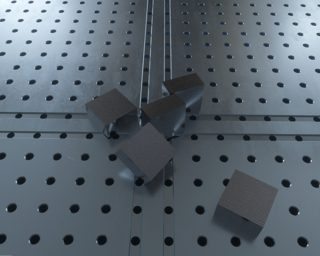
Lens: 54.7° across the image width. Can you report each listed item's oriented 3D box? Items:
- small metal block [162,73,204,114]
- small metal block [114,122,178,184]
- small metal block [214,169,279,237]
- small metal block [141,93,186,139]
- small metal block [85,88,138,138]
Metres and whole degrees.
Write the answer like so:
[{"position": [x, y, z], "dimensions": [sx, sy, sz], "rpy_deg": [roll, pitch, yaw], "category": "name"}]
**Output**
[{"position": [0.031, -0.044, 0.429], "dimensions": [0.050, 0.050, 0.025], "rpy_deg": [-17, 53, -14], "category": "small metal block"}, {"position": [-0.016, 0.029, 0.369], "dimensions": [0.050, 0.025, 0.050], "rpy_deg": [47, 60, -3], "category": "small metal block"}, {"position": [0.095, 0.081, 0.341], "dimensions": [0.050, 0.025, 0.050], "rpy_deg": [25, 54, 19], "category": "small metal block"}, {"position": [0.005, -0.011, 0.400], "dimensions": [0.050, 0.050, 0.025], "rpy_deg": [-24, 51, -19], "category": "small metal block"}, {"position": [-0.066, -0.022, 0.425], "dimensions": [0.050, 0.025, 0.050], "rpy_deg": [-33, 58, -25], "category": "small metal block"}]
